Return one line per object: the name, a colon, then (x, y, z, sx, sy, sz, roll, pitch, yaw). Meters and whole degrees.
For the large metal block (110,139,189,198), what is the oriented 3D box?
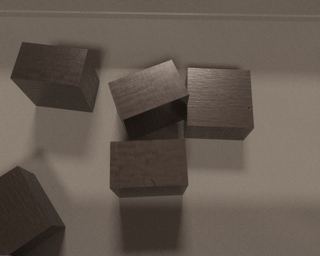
large metal block: (-0.012, 0.050, 0.362, 0.081, 0.080, 0.050, -2, 70, -1)

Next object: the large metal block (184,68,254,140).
large metal block: (0.074, -0.030, 0.408, 0.081, 0.050, 0.080, 2, 70, 0)

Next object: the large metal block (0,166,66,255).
large metal block: (-0.171, 0.103, 0.356, 0.080, 0.050, 0.080, -34, 74, -12)

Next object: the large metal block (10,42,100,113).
large metal block: (-0.130, -0.063, 0.402, 0.080, 0.080, 0.050, 7, 70, 2)

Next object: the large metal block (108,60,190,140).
large metal block: (-0.013, -0.032, 0.392, 0.080, 0.080, 0.050, -22, 72, -8)
